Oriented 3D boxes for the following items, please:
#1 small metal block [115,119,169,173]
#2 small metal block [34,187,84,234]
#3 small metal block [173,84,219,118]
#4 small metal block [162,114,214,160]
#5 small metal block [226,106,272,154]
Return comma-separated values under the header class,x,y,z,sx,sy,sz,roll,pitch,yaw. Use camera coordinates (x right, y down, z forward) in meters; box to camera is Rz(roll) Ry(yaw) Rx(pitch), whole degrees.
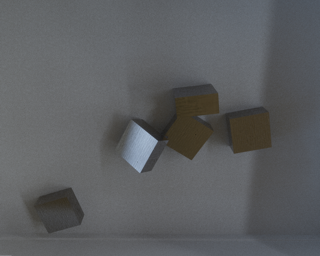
class,x,y,z,sx,sy,sz,roll,pitch,yaw
small metal block,-0.024,0.023,0.406,0.050,0.025,0.050,38,110,27
small metal block,-0.147,0.121,0.454,0.050,0.025,0.050,-17,110,5
small metal block,0.044,-0.035,0.386,0.050,0.050,0.025,-6,110,2
small metal block,0.035,0.007,0.414,0.050,0.025,0.050,32,107,-12
small metal block,0.118,0.003,0.414,0.050,0.025,0.050,-11,110,3
